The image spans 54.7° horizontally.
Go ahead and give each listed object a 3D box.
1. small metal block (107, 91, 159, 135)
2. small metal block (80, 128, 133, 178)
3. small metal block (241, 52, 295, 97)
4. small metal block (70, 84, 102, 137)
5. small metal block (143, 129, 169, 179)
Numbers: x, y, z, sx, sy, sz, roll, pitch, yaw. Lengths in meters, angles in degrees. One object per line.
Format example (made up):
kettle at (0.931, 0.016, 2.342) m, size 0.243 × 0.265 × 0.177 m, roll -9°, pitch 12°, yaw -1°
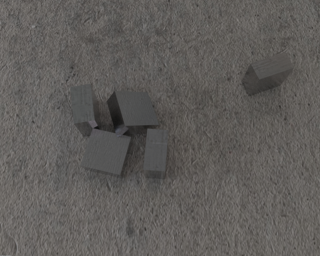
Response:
small metal block at (-0.035, -0.019, 0.401) m, size 0.050 × 0.025 × 0.050 m, roll -2°, pitch 63°, yaw -37°
small metal block at (-0.067, 0.033, 0.396) m, size 0.050 × 0.025 × 0.050 m, roll 13°, pitch 71°, yaw 4°
small metal block at (0.145, -0.072, 0.422) m, size 0.050 × 0.050 × 0.025 m, roll -19°, pitch 71°, yaw -7°
small metal block at (-0.095, -0.022, 0.402) m, size 0.025 × 0.050 × 0.050 m, roll -10°, pitch 70°, yaw -3°
small metal block at (-0.004, 0.033, 0.382) m, size 0.025 × 0.050 × 0.050 m, roll 4°, pitch 70°, yaw 2°
